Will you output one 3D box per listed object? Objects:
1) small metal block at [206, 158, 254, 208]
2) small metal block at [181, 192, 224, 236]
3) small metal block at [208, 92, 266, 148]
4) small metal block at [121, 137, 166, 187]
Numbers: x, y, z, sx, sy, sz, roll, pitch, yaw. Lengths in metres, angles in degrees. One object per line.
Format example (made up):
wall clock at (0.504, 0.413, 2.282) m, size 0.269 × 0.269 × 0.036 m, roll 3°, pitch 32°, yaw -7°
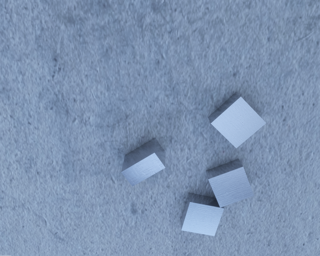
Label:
small metal block at (0.099, 0.078, 0.440) m, size 0.050 × 0.025 × 0.050 m, roll -22°, pitch 109°, yaw 7°
small metal block at (0.061, 0.128, 0.458) m, size 0.050 × 0.025 × 0.050 m, roll 12°, pitch 110°, yaw -5°
small metal block at (0.100, -0.010, 0.407) m, size 0.050 × 0.025 × 0.050 m, roll 43°, pitch 104°, yaw -15°
small metal block at (-0.021, 0.044, 0.412) m, size 0.050 × 0.050 × 0.025 m, roll -31°, pitch 108°, yaw 10°
